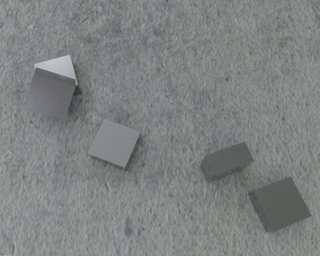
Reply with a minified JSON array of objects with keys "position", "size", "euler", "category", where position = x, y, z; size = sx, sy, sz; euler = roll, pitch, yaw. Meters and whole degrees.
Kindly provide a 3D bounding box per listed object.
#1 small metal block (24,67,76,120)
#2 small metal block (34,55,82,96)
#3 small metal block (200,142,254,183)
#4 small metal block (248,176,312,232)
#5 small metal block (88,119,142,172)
[{"position":[-0.141,-0.044,0.399],"size":[0.050,0.050,0.025],"euler":[16,24,-23],"category":"small metal block"},{"position":[-0.142,-0.068,0.431],"size":[0.050,0.025,0.050],"euler":[-17,71,-6],"category":"small metal block"},{"position":[0.080,0.043,0.380],"size":[0.050,0.050,0.025],"euler":[-18,71,-7],"category":"small metal block"},{"position":[0.144,0.093,0.376],"size":[0.050,0.025,0.050],"euler":[-19,71,-7],"category":"small metal block"},{"position":[-0.057,0.022,0.399],"size":[0.050,0.025,0.050],"euler":[20,71,7],"category":"small metal block"}]
